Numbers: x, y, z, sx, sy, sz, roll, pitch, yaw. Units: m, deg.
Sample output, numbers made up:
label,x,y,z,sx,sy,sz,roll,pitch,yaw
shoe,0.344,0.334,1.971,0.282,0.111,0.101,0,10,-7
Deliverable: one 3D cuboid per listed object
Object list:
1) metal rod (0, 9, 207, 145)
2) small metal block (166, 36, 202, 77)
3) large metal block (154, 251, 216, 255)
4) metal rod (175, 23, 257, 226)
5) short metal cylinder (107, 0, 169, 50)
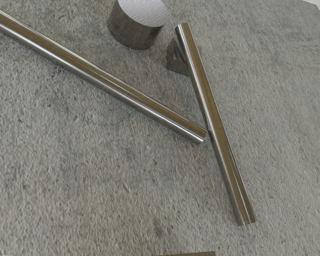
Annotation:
label,x,y,z,sx,sy,sz,roll,pitch,yaw
metal rod,-0.071,-0.060,0.403,0.301,0.025,0.025,30,52,-10
small metal block,0.039,-0.112,0.495,0.050,0.025,0.050,16,55,-20
large metal block,0.014,0.166,0.295,0.081,0.050,0.080,7,59,-25
metal rod,0.073,-0.017,0.435,0.025,0.025,0.299,-5,70,-31
short metal cylinder,-0.034,-0.167,0.473,0.081,0.050,0.080,14,56,-21
